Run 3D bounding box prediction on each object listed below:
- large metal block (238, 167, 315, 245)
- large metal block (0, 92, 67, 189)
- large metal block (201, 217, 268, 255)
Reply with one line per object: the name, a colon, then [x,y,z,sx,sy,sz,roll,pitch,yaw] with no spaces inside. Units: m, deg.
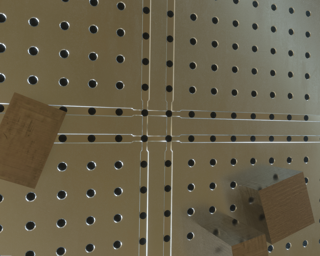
large metal block: [0.173,0.112,0.463,0.081,0.050,0.080,-17,96,-19]
large metal block: [-0.142,0.012,0.331,0.050,0.080,0.080,23,83,-19]
large metal block: [0.102,0.177,0.421,0.050,0.080,0.080,-11,94,-20]
